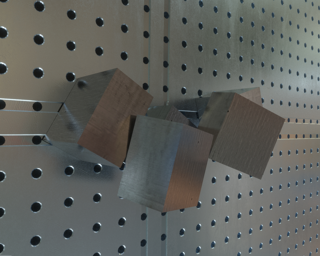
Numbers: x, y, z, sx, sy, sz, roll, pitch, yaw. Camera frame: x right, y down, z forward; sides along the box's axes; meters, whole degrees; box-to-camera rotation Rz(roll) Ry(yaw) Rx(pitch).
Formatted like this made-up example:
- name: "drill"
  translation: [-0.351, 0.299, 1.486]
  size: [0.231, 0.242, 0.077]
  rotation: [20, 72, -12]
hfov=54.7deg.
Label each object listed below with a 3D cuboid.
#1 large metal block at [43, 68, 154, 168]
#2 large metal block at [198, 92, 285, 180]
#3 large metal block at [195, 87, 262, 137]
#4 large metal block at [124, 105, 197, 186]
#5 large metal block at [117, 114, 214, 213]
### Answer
- name: "large metal block"
  translation: [-0.064, -0.010, 0.320]
  size: [0.050, 0.080, 0.080]
  rotation: [37, 67, -34]
- name: "large metal block"
  translation: [0.094, 0.008, 0.384]
  size: [0.080, 0.050, 0.080]
  rotation: [23, 88, -22]
- name: "large metal block"
  translation: [0.107, -0.014, 0.465]
  size: [0.050, 0.080, 0.079]
  rotation: [-21, 104, -38]
- name: "large metal block"
  translation: [0.008, 0.027, 0.401]
  size: [0.080, 0.050, 0.080]
  rotation: [39, 66, -33]
- name: "large metal block"
  translation: [0.009, 0.036, 0.317]
  size: [0.080, 0.050, 0.080]
  rotation: [17, 86, -60]
